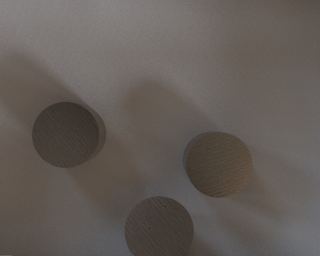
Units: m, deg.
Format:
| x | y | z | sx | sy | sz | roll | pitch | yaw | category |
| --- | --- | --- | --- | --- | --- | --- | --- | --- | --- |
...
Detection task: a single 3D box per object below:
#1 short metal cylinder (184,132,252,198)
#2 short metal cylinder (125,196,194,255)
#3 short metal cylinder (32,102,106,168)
| x | y | z | sx | sy | sz | roll | pitch | yaw | category |
| --- | --- | --- | --- | --- | --- | --- | --- | --- | --- |
| 0.072 | 0.045 | 0.400 | 0.081 | 0.050 | 0.079 | 0 | 90 | -1 | short metal cylinder |
| -0.001 | 0.131 | 0.381 | 0.081 | 0.050 | 0.080 | 1 | 57 | -1 | short metal cylinder |
| -0.114 | 0.008 | 0.397 | 0.081 | 0.050 | 0.079 | 0 | 90 | -1 | short metal cylinder |
